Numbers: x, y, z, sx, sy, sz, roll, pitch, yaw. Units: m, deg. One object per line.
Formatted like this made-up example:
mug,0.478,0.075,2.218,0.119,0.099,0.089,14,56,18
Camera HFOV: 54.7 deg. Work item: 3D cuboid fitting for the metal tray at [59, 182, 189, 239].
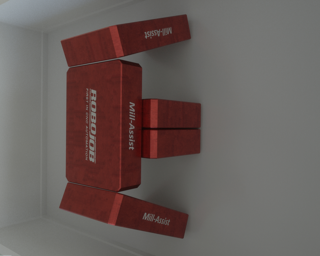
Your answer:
metal tray,-0.038,0.099,0.366,0.090,0.130,0.030,1,69,39

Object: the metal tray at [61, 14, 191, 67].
metal tray,-0.036,-0.104,0.365,0.090,0.131,0.030,1,111,40

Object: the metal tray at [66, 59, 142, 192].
metal tray,-0.063,-0.003,0.336,0.090,0.030,0.129,1,91,39

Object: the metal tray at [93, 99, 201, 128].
metal tray,-0.027,-0.016,0.385,0.130,0.091,0.030,1,91,40

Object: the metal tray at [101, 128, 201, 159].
metal tray,-0.027,0.015,0.386,0.130,0.091,0.030,1,91,40
